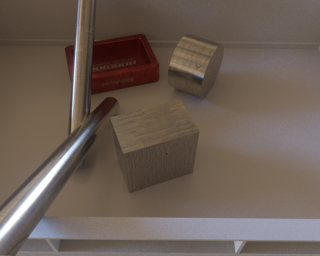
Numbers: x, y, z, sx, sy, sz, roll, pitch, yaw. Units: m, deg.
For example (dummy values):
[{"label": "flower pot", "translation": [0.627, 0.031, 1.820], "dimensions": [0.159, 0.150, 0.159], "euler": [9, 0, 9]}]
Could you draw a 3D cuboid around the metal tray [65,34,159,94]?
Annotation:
[{"label": "metal tray", "translation": [-0.075, -0.101, 0.485], "dimensions": [0.131, 0.030, 0.090], "euler": [-13, 51, -11]}]

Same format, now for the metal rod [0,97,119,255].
[{"label": "metal rod", "translation": [-0.080, 0.019, 0.293], "dimensions": [0.025, 0.025, 0.301], "euler": [4, 20, 3]}]

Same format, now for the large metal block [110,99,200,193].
[{"label": "large metal block", "translation": [-0.006, 0.022, 0.351], "dimensions": [0.081, 0.080, 0.050], "euler": [-16, 52, -13]}]

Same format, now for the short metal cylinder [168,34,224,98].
[{"label": "short metal cylinder", "translation": [0.052, -0.088, 0.444], "dimensions": [0.050, 0.080, 0.080], "euler": [23, 54, 18]}]

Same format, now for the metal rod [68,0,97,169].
[{"label": "metal rod", "translation": [-0.100, -0.097, 0.405], "dimensions": [0.025, 0.025, 0.299], "euler": [0, 75, -1]}]
